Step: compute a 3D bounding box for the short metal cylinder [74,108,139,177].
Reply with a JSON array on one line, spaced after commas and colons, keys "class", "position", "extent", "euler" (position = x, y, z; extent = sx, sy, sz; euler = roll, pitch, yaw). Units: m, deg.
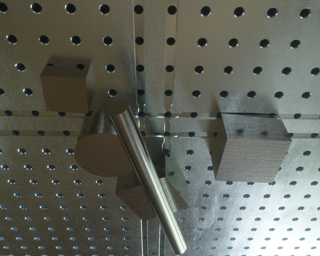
[{"class": "short metal cylinder", "position": [-0.068, 0.020, 0.411], "extent": [0.081, 0.050, 0.079], "euler": [0, 130, 0]}]

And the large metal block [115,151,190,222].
[{"class": "large metal block", "position": [-0.009, 0.091, 0.473], "extent": [0.080, 0.050, 0.080], "euler": [-22, 127, 17]}]

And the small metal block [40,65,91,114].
[{"class": "small metal block", "position": [-0.111, -0.046, 0.371], "extent": [0.050, 0.025, 0.050], "euler": [3, 130, -4]}]

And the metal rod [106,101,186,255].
[{"class": "metal rod", "position": [-0.006, 0.089, 0.421], "extent": [0.025, 0.025, 0.299], "euler": [-12, 129, 9]}]

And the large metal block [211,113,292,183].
[{"class": "large metal block", "position": [0.119, 0.028, 0.421], "extent": [0.081, 0.050, 0.079], "euler": [3, 130, -3]}]
